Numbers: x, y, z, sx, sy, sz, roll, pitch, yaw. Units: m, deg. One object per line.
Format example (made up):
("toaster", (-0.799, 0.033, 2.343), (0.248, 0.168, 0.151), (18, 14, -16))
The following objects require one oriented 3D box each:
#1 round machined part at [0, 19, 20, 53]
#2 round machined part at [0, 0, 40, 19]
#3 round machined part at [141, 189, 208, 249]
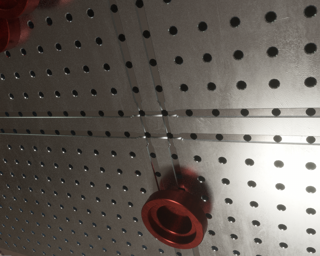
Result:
("round machined part", (-0.252, -0.152, 0.436), (0.098, 0.042, 0.097), (13, 124, 20))
("round machined part", (-0.184, -0.187, 0.378), (0.098, 0.042, 0.097), (12, 123, 20))
("round machined part", (0.025, 0.131, 0.467), (0.098, 0.042, 0.097), (13, 124, 20))
